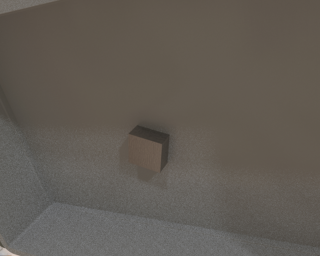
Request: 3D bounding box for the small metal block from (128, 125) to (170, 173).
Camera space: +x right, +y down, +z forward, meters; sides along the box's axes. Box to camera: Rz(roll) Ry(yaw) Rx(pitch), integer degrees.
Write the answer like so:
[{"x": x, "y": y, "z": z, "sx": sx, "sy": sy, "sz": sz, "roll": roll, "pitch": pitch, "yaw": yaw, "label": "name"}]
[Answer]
[{"x": -0.016, "y": 0.029, "z": 0.436, "sx": 0.050, "sy": 0.025, "sz": 0.050, "roll": 16, "pitch": 125, "yaw": 19, "label": "small metal block"}]
